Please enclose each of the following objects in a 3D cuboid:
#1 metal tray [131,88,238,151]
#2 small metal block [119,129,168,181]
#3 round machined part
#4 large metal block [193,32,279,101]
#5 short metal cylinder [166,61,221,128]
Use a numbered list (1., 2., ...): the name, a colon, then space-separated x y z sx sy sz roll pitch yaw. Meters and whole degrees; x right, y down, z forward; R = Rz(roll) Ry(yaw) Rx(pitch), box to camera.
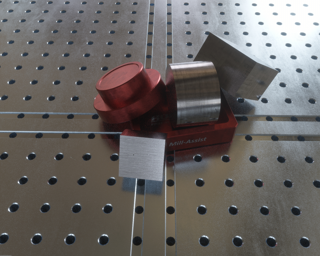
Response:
1. metal tray: 0.026 -0.017 0.415 0.131 0.030 0.090 -9 51 -8
2. small metal block: -0.019 0.031 0.358 0.050 0.050 0.025 6 16 5
3. round machined part: -0.045 -0.053 0.411 0.098 0.042 0.098 -19 33 13
4. large metal block: 0.105 -0.083 0.432 0.081 0.050 0.080 0 38 -51
5. short metal cylinder: 0.038 -0.042 0.386 0.050 0.080 0.080 -6 50 -6
